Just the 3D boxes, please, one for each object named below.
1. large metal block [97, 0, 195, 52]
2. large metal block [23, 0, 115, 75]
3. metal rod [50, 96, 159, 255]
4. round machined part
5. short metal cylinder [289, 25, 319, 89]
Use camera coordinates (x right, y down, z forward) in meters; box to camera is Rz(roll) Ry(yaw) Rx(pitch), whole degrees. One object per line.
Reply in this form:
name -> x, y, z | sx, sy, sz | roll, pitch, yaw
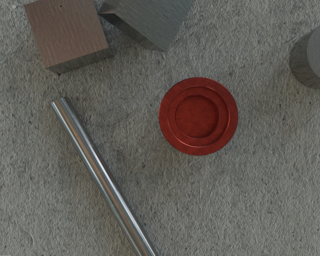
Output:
large metal block -> -0.015, -0.151, 0.379 | 0.080, 0.050, 0.080 | 29, 90, -36
large metal block -> -0.113, -0.122, 0.396 | 0.080, 0.050, 0.080 | -18, 90, 0
metal rod -> -0.059, 0.094, 0.409 | 0.025, 0.025, 0.299 | -30, 90, 0
round machined part -> 0.048, -0.014, 0.402 | 0.099, 0.042, 0.097 | 0, 90, -1
short metal cylinder -> 0.218, -0.093, 0.400 | 0.081, 0.050, 0.079 | 0, 90, -1
